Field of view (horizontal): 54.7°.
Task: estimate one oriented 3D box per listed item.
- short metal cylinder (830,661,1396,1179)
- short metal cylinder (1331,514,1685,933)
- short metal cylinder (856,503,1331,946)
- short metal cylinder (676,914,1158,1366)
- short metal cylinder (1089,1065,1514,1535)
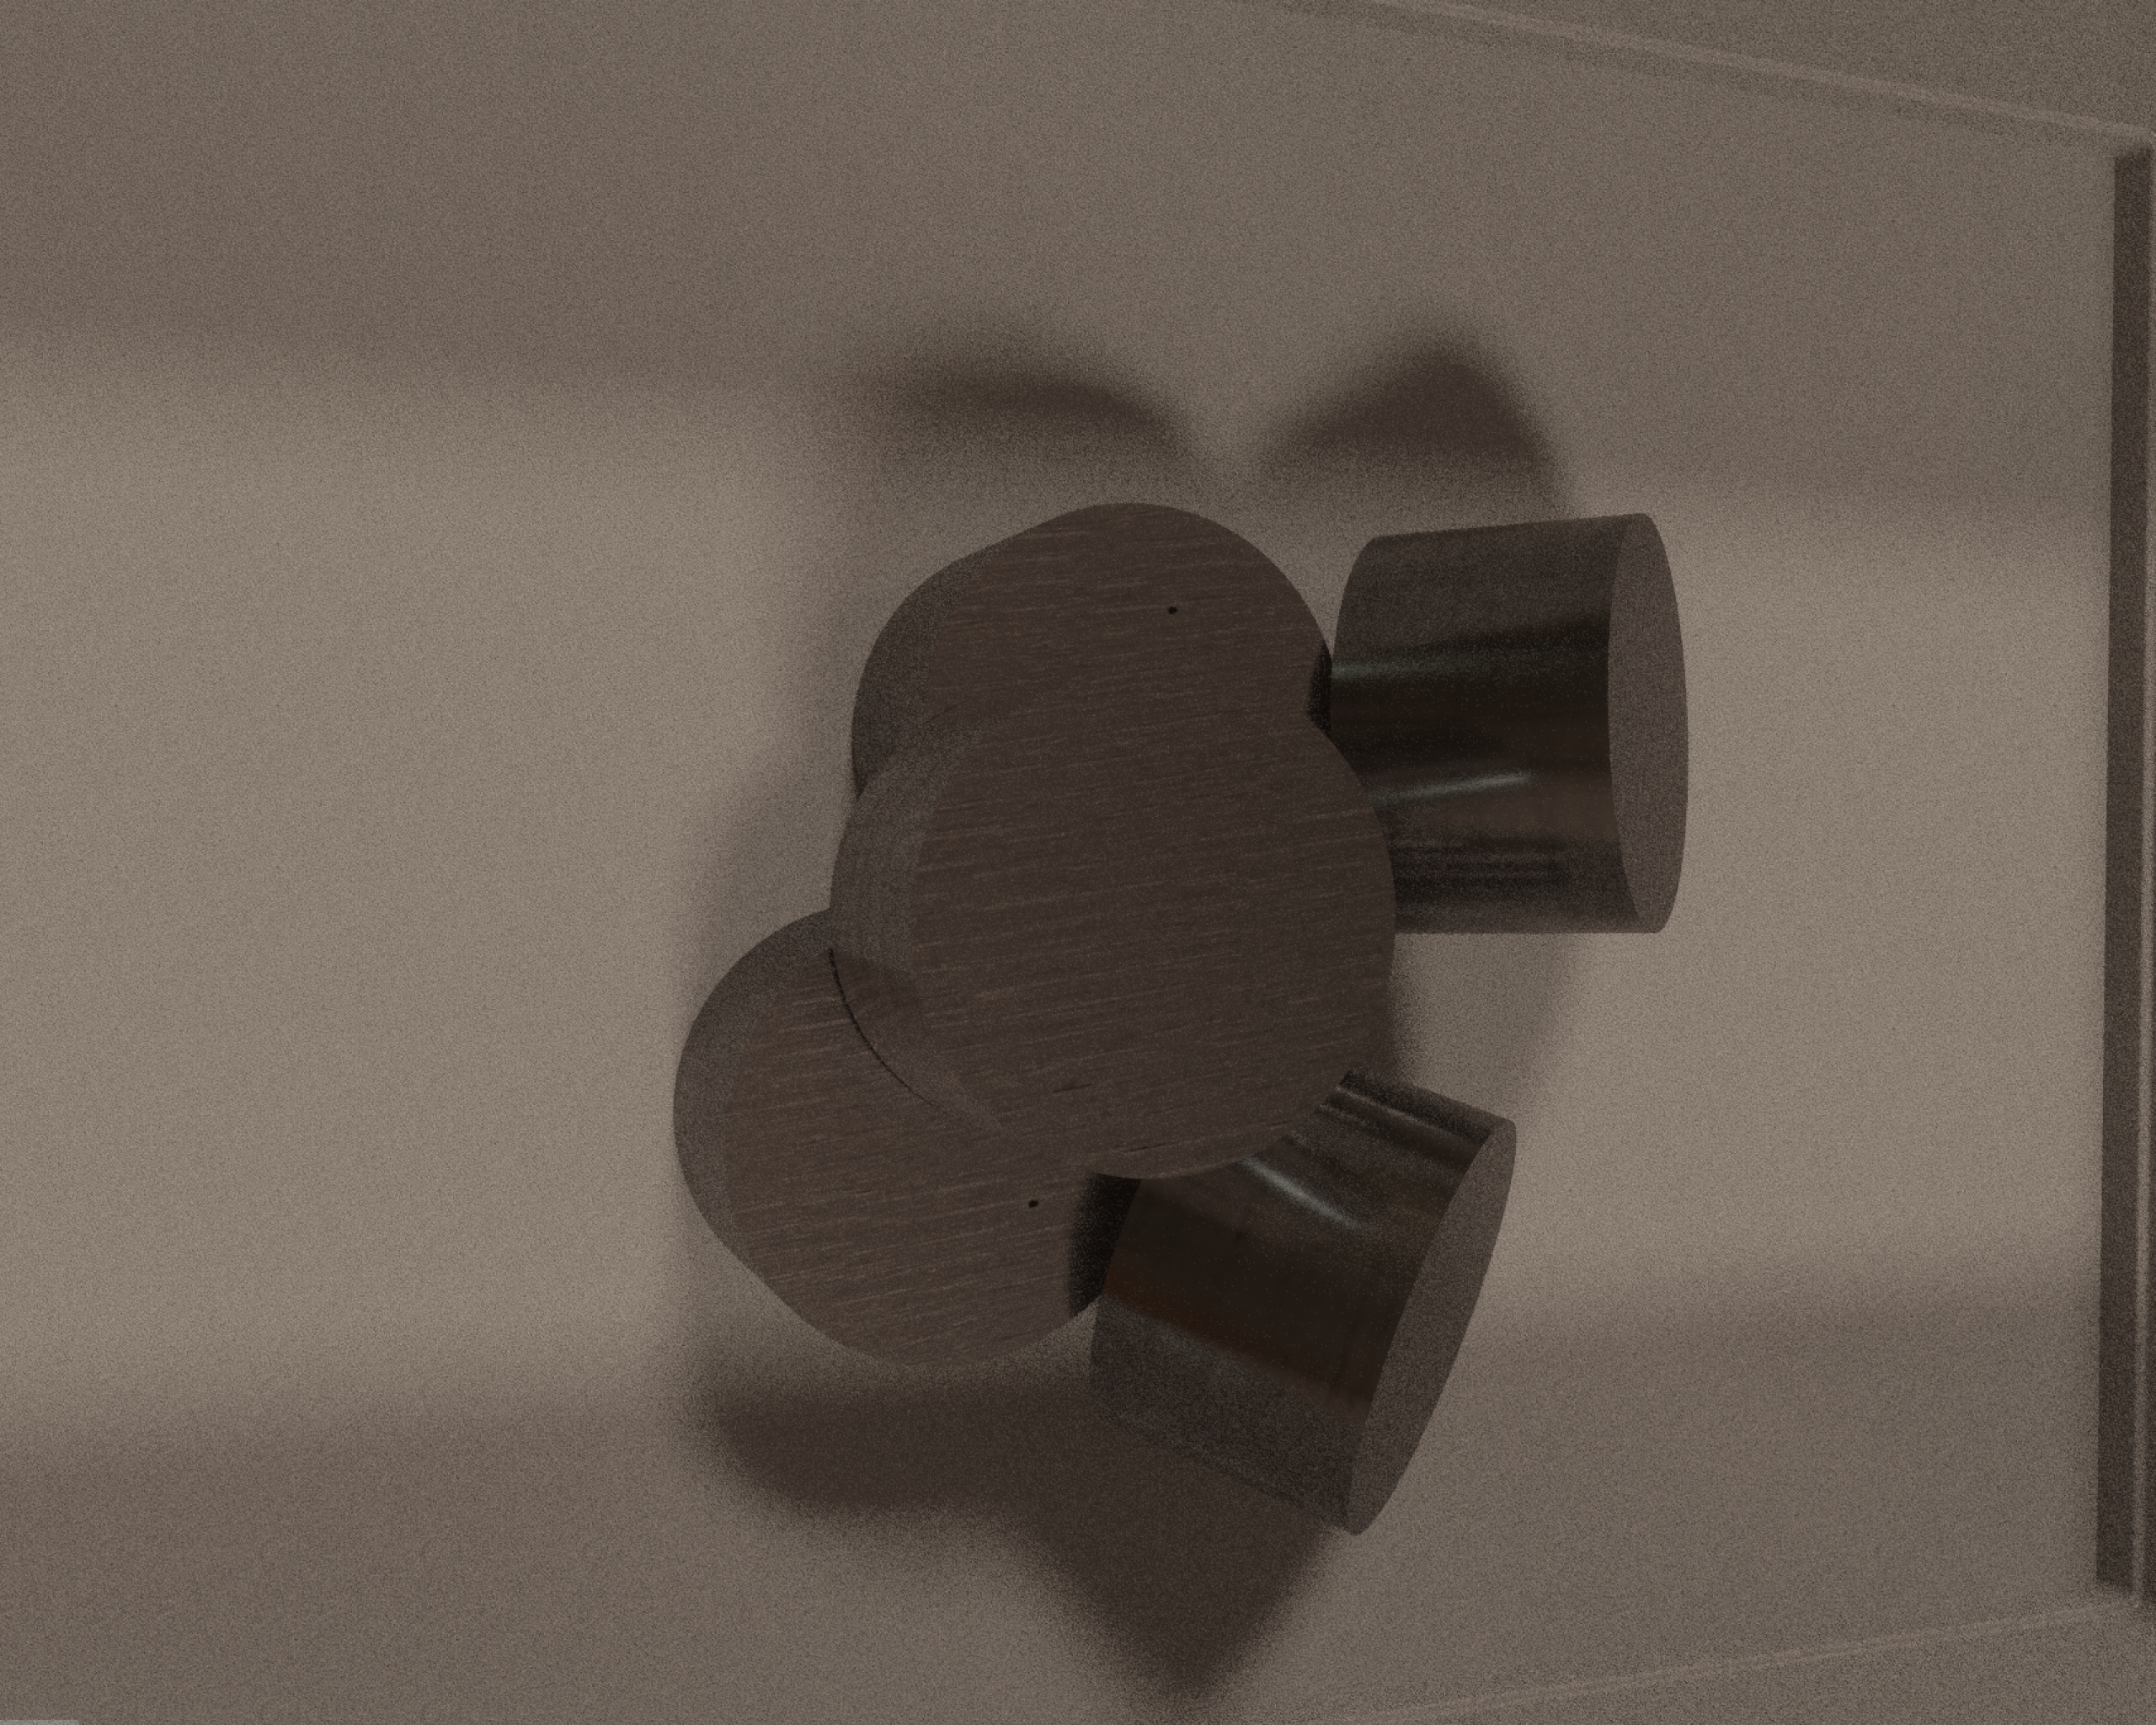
[{"bbox_3d":[0.005,0.009,0.344,0.081,0.050,0.079,0,90,-21],"label":"short metal cylinder"},{"bbox_3d":[0.086,-0.026,0.407,0.080,0.050,0.079,-2,90,-64],"label":"short metal cylinder"},{"bbox_3d":[0.003,-0.025,0.397,0.081,0.050,0.079,0,90,-21],"label":"short metal cylinder"},{"bbox_3d":[-0.030,0.048,0.386,0.081,0.050,0.079,0,90,-21],"label":"short metal cylinder"},{"bbox_3d":[0.043,0.077,0.390,0.050,0.080,0.080,19,82,22],"label":"short metal cylinder"}]
